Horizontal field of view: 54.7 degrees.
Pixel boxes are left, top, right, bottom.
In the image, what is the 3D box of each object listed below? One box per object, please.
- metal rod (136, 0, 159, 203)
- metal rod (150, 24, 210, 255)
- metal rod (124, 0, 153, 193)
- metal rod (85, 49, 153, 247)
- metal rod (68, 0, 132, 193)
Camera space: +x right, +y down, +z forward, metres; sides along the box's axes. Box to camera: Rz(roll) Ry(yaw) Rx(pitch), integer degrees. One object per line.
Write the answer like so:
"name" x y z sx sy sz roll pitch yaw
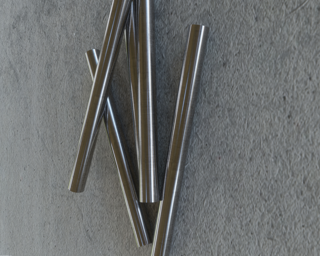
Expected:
"metal rod" -0.017 -0.056 0.405 0.025 0.025 0.298 -7 82 40
"metal rod" 0.023 0.026 0.386 0.025 0.025 0.298 15 100 39
"metal rod" -0.029 -0.054 0.429 0.025 0.025 0.298 -10 84 39
"metal rod" -0.063 0.019 0.456 0.025 0.025 0.299 -28 72 36
"metal rod" -0.087 -0.045 0.443 0.025 0.025 0.298 27 107 37
